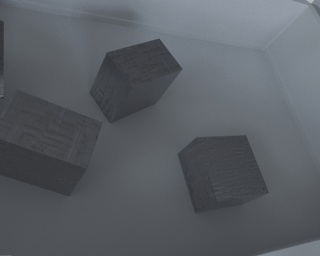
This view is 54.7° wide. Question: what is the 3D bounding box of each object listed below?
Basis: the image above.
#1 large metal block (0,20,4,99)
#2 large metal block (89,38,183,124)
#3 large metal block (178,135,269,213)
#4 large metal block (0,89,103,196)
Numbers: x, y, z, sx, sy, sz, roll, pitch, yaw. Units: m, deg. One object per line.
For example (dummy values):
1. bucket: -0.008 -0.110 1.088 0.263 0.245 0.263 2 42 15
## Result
1. large metal block: -0.197 -0.070 0.286 0.080 0.050 0.080 10 77 -65
2. large metal block: -0.032 -0.059 0.389 0.081 0.080 0.050 -27 77 -37
3. large metal block: 0.079 0.057 0.397 0.081 0.050 0.080 -1 62 -29
4. large metal block: -0.111 0.019 0.299 0.080 0.080 0.050 22 54 -15
